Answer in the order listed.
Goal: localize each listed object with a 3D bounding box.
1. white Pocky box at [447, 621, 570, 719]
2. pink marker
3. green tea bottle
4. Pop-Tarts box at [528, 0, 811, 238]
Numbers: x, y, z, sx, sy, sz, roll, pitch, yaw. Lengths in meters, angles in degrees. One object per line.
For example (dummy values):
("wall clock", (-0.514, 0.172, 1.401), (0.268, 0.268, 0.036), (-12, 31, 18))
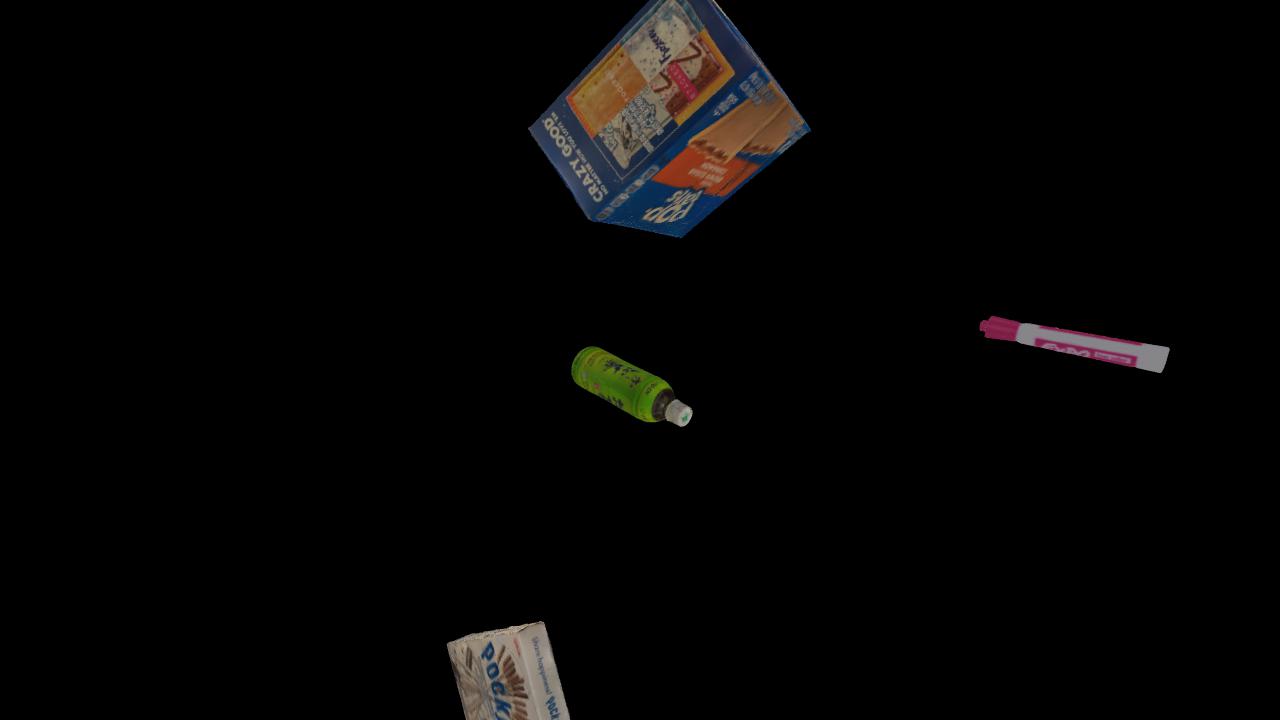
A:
("white Pocky box", (-0.114, 0.271, 0.518), (0.028, 0.084, 0.154), (-7, -18, -41))
("pink marker", (0.327, -0.014, 0.473), (0.121, 0.020, 0.020), (19, 13, 41))
("green tea bottle", (-0.011, 0.043, 0.912), (0.212, 0.073, 0.073), (23, 15, 37))
("Pop-Tarts box", (0.031, -0.168, 0.450), (0.141, 0.083, 0.167), (-36, -10, 24))
